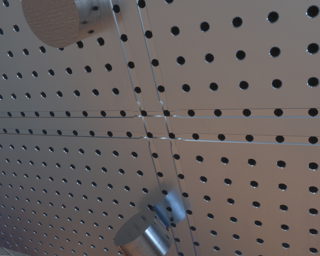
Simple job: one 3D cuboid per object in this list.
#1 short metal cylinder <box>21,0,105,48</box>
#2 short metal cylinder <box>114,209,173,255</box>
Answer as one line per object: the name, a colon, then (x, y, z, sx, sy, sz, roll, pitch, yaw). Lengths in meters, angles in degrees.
short metal cylinder: (-0.114, -0.141, 0.368, 0.080, 0.050, 0.079, 13, 124, 21)
short metal cylinder: (-0.026, 0.177, 0.499, 0.080, 0.080, 0.050, -26, 104, 37)
